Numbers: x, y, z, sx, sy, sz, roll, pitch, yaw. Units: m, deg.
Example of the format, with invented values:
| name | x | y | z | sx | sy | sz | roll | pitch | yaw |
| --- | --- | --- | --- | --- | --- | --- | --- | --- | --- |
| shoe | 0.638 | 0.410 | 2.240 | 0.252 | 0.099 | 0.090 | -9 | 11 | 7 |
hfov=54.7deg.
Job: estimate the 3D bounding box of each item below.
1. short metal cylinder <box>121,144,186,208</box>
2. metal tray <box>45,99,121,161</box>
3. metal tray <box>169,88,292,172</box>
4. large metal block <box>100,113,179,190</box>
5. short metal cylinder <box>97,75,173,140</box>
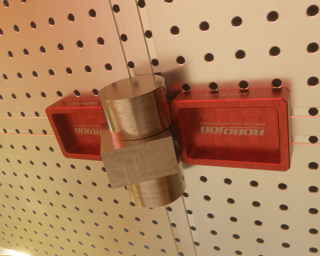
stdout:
| name | x | y | z | sx | sy | sz | roll | pitch | yaw |
| --- | --- | --- | --- | --- | --- | --- | --- | --- | --- |
| short metal cylinder | -0.008 | 0.061 | 0.417 | 0.080 | 0.080 | 0.050 | 2 | 119 | 27 |
| metal tray | -0.100 | 0.004 | 0.463 | 0.130 | 0.030 | 0.089 | 1 | 119 | 27 |
| metal tray | 0.083 | 0.002 | 0.365 | 0.130 | 0.030 | 0.089 | 1 | 119 | 27 |
| large metal block | -0.027 | 0.024 | 0.386 | 0.080 | 0.080 | 0.050 | -13 | 116 | -4 |
| short metal cylinder | -0.029 | -0.027 | 0.374 | 0.080 | 0.080 | 0.050 | 2 | 119 | 27 |
